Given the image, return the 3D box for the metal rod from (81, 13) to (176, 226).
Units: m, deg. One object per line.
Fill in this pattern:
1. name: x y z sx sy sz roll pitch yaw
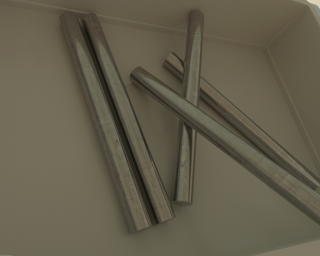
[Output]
1. metal rod: -0.048 -0.026 0.395 0.025 0.025 0.299 -10 67 -32

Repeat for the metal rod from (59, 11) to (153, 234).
1. metal rod: -0.073 -0.022 0.379 0.025 0.025 0.299 -10 67 -32

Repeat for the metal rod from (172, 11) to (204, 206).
1. metal rod: 0.042 -0.045 0.431 0.025 0.025 0.299 16 62 -19

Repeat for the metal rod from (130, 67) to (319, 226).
1. metal rod: 0.070 0.009 0.366 0.025 0.025 0.300 -27 54 -37

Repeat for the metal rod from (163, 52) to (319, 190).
1. metal rod: 0.126 -0.009 0.478 0.300 0.025 0.025 41 51 0
